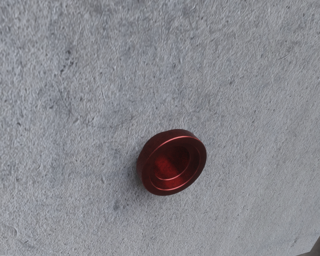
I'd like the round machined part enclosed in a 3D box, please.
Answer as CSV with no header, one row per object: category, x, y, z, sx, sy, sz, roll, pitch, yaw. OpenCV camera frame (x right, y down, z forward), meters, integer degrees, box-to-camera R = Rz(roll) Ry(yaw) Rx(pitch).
round machined part,0.012,0.043,0.432,0.099,0.042,0.097,-14,125,-21
